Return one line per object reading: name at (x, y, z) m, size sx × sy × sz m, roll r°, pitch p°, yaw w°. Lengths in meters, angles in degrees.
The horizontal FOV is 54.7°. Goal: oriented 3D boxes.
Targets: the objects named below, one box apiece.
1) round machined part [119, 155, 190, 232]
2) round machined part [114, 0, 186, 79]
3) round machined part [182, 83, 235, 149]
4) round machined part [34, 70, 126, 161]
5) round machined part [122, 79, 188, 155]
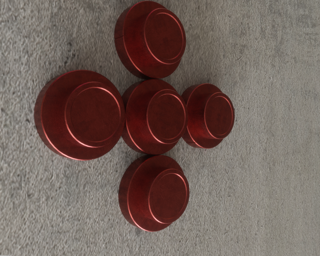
round machined part at (0.000, 0.084, 0.397) m, size 0.099 × 0.042 × 0.097 m, roll 0°, pitch 90°, yaw -40°
round machined part at (-0.005, -0.112, 0.393) m, size 0.099 × 0.042 × 0.097 m, roll 0°, pitch 90°, yaw -40°
round machined part at (0.074, -0.018, 0.459) m, size 0.099 × 0.042 × 0.097 m, roll 0°, pitch 90°, yaw -40°
round machined part at (-0.078, -0.014, 0.332) m, size 0.099 × 0.042 × 0.097 m, roll 0°, pitch 90°, yaw -40°
round machined part at (-0.002, -0.014, 0.395) m, size 0.099 × 0.042 × 0.097 m, roll 0°, pitch 90°, yaw -40°
